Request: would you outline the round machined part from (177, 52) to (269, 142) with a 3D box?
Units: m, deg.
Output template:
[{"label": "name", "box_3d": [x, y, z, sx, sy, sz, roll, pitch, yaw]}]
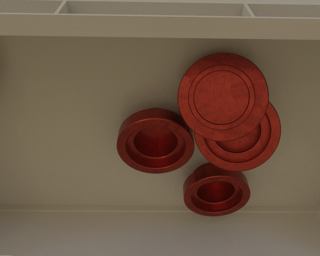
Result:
[{"label": "round machined part", "box_3d": [0.067, -0.033, 0.338, 0.098, 0.042, 0.097, 1, 96, 13]}]

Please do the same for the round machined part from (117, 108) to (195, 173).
[{"label": "round machined part", "box_3d": [-0.005, 0.012, 0.408, 0.099, 0.042, 0.097, 0, 130, 0]}]

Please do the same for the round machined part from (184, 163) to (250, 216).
[{"label": "round machined part", "box_3d": [0.084, 0.090, 0.475, 0.099, 0.042, 0.097, 0, 130, 0]}]

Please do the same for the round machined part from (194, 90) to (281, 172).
[{"label": "round machined part", "box_3d": [0.093, 0.001, 0.379, 0.098, 0.042, 0.097, 1, 96, 13]}]
